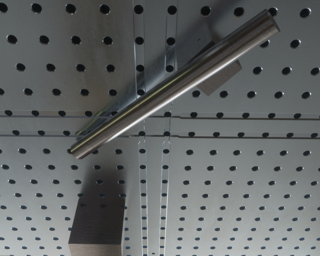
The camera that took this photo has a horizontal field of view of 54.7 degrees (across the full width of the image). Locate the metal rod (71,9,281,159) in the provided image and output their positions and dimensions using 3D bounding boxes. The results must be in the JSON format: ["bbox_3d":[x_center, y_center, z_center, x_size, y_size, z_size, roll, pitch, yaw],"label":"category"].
[{"bbox_3d":[-0.007,-0.032,0.358,0.299,0.025,0.025,-31,124,32],"label":"metal rod"}]

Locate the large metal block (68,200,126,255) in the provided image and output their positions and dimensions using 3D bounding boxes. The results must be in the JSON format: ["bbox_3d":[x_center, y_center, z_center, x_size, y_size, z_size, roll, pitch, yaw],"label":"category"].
[{"bbox_3d":[-0.101,0.171,0.520,0.081,0.080,0.050,2,130,-2],"label":"large metal block"}]

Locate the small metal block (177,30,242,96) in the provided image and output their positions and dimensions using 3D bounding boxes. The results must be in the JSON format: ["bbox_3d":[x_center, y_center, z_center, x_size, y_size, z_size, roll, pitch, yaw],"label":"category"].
[{"bbox_3d":[0.055,-0.072,0.351,0.050,0.025,0.050,35,122,-26],"label":"small metal block"}]
